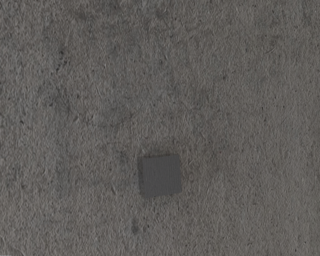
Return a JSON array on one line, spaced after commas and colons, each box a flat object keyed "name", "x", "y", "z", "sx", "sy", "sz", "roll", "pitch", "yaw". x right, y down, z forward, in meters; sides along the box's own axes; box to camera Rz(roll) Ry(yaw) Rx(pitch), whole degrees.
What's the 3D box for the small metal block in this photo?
[{"name": "small metal block", "x": -0.001, "y": 0.062, "z": 0.408, "sx": 0.050, "sy": 0.025, "sz": 0.050, "roll": -5, "pitch": 92, "yaw": -20}]
